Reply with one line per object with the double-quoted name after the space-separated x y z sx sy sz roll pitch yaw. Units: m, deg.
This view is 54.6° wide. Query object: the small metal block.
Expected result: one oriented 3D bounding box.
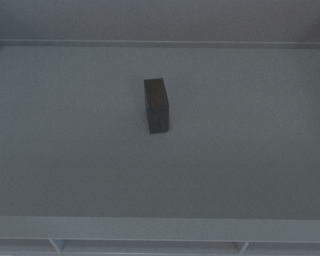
-0.005 -0.030 0.409 0.025 0.050 0.050 -7 50 -5 "small metal block"
